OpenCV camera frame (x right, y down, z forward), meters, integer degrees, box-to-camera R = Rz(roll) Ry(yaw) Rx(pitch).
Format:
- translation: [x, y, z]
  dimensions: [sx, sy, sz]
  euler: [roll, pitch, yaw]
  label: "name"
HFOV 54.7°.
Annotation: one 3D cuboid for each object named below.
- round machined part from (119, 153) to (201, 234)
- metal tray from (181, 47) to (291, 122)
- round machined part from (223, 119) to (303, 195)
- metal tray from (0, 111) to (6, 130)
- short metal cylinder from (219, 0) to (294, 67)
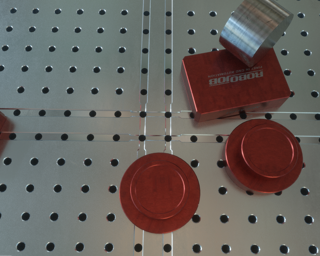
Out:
- translation: [0.000, 0.077, 0.375]
  dimensions: [0.099, 0.042, 0.098]
  euler: [0, 70, -1]
  label: "round machined part"
- translation: [0.103, -0.066, 0.434]
  dimensions: [0.131, 0.030, 0.090]
  euler: [-11, 71, -5]
  label: "metal tray"
- translation: [0.133, 0.033, 0.392]
  dimensions: [0.099, 0.042, 0.098]
  euler: [0, 70, -1]
  label: "round machined part"
- translation: [-0.285, 0.002, 0.404]
  dimensions: [0.131, 0.030, 0.090]
  euler: [15, 70, 5]
  label: "metal tray"
- translation: [0.122, -0.125, 0.398]
  dimensions: [0.080, 0.080, 0.050]
  euler: [-43, 75, -14]
  label: "short metal cylinder"
